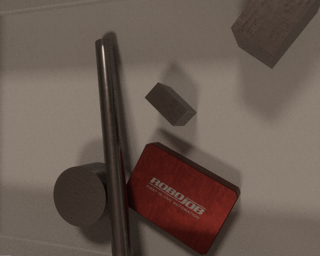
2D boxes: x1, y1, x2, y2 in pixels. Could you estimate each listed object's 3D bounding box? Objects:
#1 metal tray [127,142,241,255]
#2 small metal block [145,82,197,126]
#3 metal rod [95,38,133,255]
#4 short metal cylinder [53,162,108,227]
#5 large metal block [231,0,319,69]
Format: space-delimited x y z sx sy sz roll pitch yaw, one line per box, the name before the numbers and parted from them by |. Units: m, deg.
metal tray | 0.024 0.086 0.399 0.130 0.030 0.090 29 99 17
small metal block | 0.015 -0.029 0.391 0.050 0.050 0.025 46 104 14
metal rod | -0.062 0.025 0.408 0.025 0.025 0.298 -11 78 19
short metal cylinder | -0.098 0.090 0.431 0.080 0.050 0.079 0 90 19
large metal block | 0.127 -0.118 0.336 0.050 0.080 0.080 40 102 15
